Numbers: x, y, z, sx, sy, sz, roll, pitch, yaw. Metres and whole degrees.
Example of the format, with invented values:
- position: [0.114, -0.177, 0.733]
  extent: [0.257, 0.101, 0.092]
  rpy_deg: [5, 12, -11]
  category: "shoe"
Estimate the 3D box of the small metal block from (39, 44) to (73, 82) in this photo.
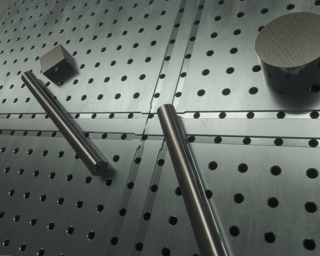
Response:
- position: [-0.198, -0.124, 0.589]
  extent: [0.050, 0.025, 0.050]
  rpy_deg: [-32, 52, 7]
  category: "small metal block"

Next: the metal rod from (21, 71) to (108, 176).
- position: [-0.169, -0.022, 0.511]
  extent: [0.025, 0.025, 0.300]
  rpy_deg: [-46, 51, -4]
  category: "metal rod"

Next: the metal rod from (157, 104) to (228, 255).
- position: [0.043, 0.091, 0.329]
  extent: [0.025, 0.025, 0.299]
  rpy_deg: [-26, 53, 12]
  category: "metal rod"

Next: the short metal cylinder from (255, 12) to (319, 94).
- position: [0.157, -0.088, 0.363]
  extent: [0.080, 0.050, 0.080]
  rpy_deg: [-13, 56, 21]
  category: "short metal cylinder"
